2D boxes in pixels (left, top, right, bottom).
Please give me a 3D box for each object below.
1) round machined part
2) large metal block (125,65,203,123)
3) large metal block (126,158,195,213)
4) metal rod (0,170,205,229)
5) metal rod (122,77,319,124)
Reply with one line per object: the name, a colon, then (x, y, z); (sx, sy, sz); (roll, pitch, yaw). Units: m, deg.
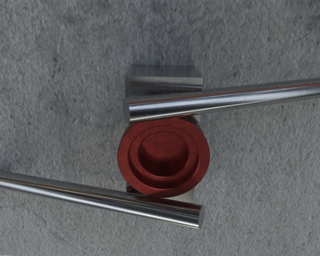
round machined part: (0.004, 0.026, 0.349); (0.099, 0.042, 0.097); (0, 110, -1)
large metal block: (0.003, -0.043, 0.366); (0.081, 0.080, 0.050); (1, 110, -1)
large metal block: (0.000, 0.069, 0.407); (0.081, 0.080, 0.050); (1, 110, -1)
metal rod: (-0.095, 0.082, 0.381); (0.301, 0.025, 0.025); (5, 112, 22)
metal rod: (0.108, -0.036, 0.342); (0.303, 0.025, 0.025); (-8, 112, -21)
